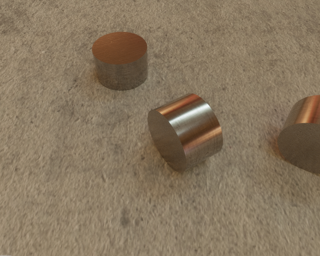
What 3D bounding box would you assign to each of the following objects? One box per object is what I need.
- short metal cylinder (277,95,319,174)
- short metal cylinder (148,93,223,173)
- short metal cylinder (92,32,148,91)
[{"bbox_3d":[0.187,0.008,0.363,0.080,0.080,0.050,25,54,19],"label":"short metal cylinder"},{"bbox_3d":[0.028,0.005,0.363,0.050,0.080,0.080,-26,55,-20],"label":"short metal cylinder"},{"bbox_3d":[-0.059,-0.103,0.472,0.081,0.050,0.080,0,50,0],"label":"short metal cylinder"}]
